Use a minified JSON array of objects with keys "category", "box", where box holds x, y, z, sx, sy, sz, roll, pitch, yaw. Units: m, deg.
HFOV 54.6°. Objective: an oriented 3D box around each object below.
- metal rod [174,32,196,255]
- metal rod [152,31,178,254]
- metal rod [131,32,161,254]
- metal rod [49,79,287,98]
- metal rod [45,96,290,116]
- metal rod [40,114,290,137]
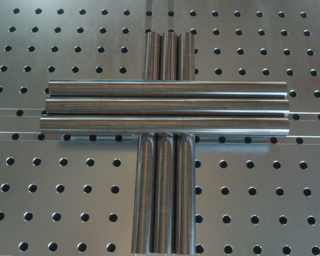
[{"category":"metal rod","box":[0.034,0.006,0.410,0.025,0.025,0.299,2,70,1]},{"category":"metal rod","box":[0.009,0.004,0.410,0.025,0.025,0.299,2,70,1]},{"category":"metal rod","box":[-0.016,0.005,0.410,0.025,0.025,0.299,2,70,1]},{"category":"metal rod","box":[0.010,-0.050,0.404,0.302,0.025,0.025,1,70,0]},{"category":"metal rod","box":[0.009,-0.027,0.395,0.302,0.025,0.025,1,70,0]},{"category":"metal rod","box":[0.006,-0.003,0.386,0.302,0.025,0.025,1,70,0]}]
